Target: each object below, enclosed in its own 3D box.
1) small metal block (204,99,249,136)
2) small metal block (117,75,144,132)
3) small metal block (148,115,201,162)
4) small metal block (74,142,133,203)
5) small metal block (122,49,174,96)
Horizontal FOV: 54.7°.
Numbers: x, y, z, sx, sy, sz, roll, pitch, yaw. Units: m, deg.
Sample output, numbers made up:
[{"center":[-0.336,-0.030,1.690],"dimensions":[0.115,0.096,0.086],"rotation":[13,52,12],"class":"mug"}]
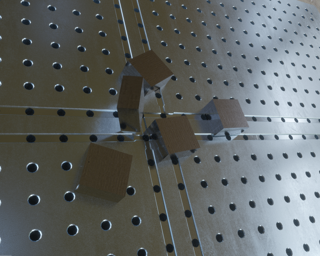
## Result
[{"center":[0.102,-0.017,0.475],"dimensions":[0.050,0.025,0.050],"rotation":[-2,63,-30],"class":"small metal block"},{"center":[-0.035,-0.030,0.389],"dimensions":[0.025,0.050,0.050],"rotation":[4,57,2],"class":"small metal block"},{"center":[0.018,0.013,0.412],"dimensions":[0.050,0.025,0.050],"rotation":[-8,66,-32],"class":"small metal block"},{"center":[-0.062,0.050,0.345],"dimensions":[0.050,0.025,0.050],"rotation":[20,54,-17],"class":"small metal block"},{"center":[-0.017,-0.080,0.450],"dimensions":[0.050,0.025,0.050],"rotation":[49,51,6],"class":"small metal block"}]
